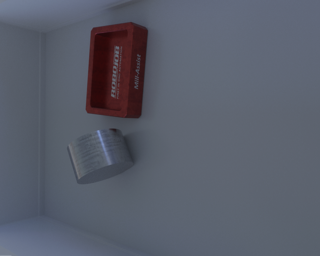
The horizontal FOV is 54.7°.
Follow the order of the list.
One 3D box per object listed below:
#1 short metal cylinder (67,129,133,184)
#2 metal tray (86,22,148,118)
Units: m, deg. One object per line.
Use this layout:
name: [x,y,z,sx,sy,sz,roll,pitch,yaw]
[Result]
short metal cylinder: [-0.084,0.041,0.438,0.080,0.081,0.050,-34,69,34]
metal tray: [-0.066,-0.082,0.455,0.090,0.030,0.129,8,95,39]
